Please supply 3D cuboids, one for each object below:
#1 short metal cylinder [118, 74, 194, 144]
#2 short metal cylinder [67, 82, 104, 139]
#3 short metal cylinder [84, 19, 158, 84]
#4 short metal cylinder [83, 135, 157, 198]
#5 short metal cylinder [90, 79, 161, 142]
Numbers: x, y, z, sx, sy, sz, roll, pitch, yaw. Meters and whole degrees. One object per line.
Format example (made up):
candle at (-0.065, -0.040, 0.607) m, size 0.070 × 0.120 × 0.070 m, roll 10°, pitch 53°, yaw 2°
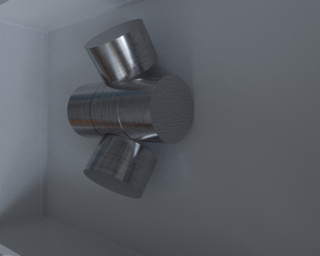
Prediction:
short metal cylinder at (-0.003, -0.022, 0.372) m, size 0.050 × 0.081 × 0.079 m, roll 2°, pitch 91°, yaw 40°
short metal cylinder at (-0.081, -0.024, 0.436) m, size 0.050 × 0.081 × 0.079 m, roll 2°, pitch 91°, yaw 40°
short metal cylinder at (-0.049, -0.099, 0.400) m, size 0.080 × 0.080 × 0.050 m, roll 3°, pitch 129°, yaw 40°
short metal cylinder at (-0.051, 0.051, 0.401) m, size 0.080 × 0.080 × 0.050 m, roll 0°, pitch 56°, yaw 40°
short metal cylinder at (-0.042, -0.023, 0.404) m, size 0.050 × 0.081 × 0.079 m, roll 2°, pitch 91°, yaw 40°
